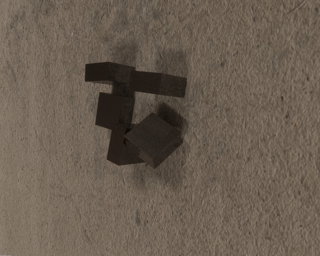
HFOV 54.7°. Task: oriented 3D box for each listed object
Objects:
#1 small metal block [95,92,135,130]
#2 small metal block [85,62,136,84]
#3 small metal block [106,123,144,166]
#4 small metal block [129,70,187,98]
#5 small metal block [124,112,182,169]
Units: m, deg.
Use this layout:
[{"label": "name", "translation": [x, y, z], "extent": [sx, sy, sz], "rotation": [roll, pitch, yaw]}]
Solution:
[{"label": "small metal block", "translation": [-0.067, -0.024, 0.458], "extent": [0.050, 0.025, 0.050], "rotation": [15, 100, 38]}, {"label": "small metal block", "translation": [-0.071, -0.077, 0.445], "extent": [0.050, 0.050, 0.025], "rotation": [5, 93, 39]}, {"label": "small metal block", "translation": [-0.041, 0.021, 0.420], "extent": [0.025, 0.050, 0.050], "rotation": [20, 102, 38]}, {"label": "small metal block", "translation": [-0.002, -0.055, 0.389], "extent": [0.050, 0.050, 0.025], "rotation": [13, 99, 39]}, {"label": "small metal block", "translation": [-0.008, 0.015, 0.388], "extent": [0.050, 0.050, 0.025], "rotation": [35, 154, 28]}]
